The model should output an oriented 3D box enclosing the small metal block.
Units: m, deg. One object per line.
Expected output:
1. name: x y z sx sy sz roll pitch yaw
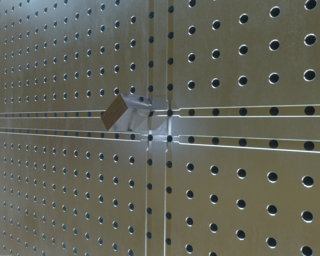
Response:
1. small metal block: -0.045 -0.020 0.432 0.050 0.050 0.025 -44 63 31
